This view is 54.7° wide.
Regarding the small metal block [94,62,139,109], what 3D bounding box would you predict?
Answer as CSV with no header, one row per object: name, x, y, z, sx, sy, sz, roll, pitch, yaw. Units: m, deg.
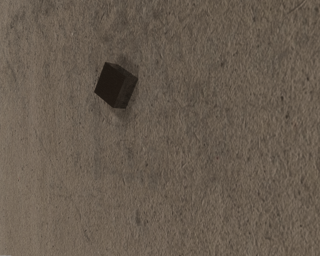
small metal block,-0.065,-0.063,0.457,0.050,0.025,0.050,38,113,33
